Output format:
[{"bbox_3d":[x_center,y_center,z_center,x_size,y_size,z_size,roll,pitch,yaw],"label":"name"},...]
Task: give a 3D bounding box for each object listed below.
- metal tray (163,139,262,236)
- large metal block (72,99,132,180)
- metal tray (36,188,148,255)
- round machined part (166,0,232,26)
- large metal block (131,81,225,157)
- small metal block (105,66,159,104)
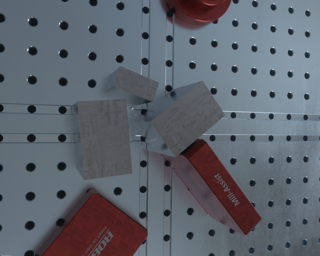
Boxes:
[{"bbox_3d":[0.062,0.071,0.400,0.030,0.090,0.130,-41,103,-15],"label":"metal tray"},{"bbox_3d":[-0.070,0.011,0.358,0.050,0.080,0.079,-5,92,-20],"label":"large metal block"},{"bbox_3d":[-0.089,0.152,0.377,0.090,0.030,0.130,42,77,-15],"label":"metal tray"},{"bbox_3d":[0.058,-0.195,0.424,0.099,0.042,0.097,0,90,-20],"label":"round machined part"},{"bbox_3d":[0.020,-0.011,0.391,0.080,0.080,0.050,-39,103,-16],"label":"large metal block"},{"bbox_3d":[-0.036,-0.051,0.386,0.050,0.050,0.025,20,84,-19],"label":"small metal block"}]
